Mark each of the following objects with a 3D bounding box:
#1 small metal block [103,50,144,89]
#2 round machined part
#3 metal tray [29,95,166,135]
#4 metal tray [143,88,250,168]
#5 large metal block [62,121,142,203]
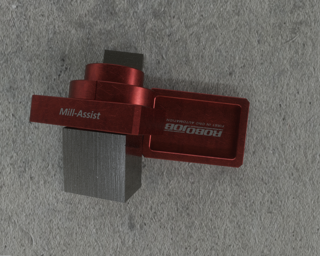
[{"bbox_3d":[-0.049,-0.074,0.411,0.050,0.025,0.050,7,90,-1],"label":"small metal block"},{"bbox_3d":[-0.054,-0.048,0.363,0.099,0.098,0.042,6,90,-1],"label":"round machined part"},{"bbox_3d":[-0.069,-0.014,0.361,0.130,0.090,0.030,7,91,18],"label":"metal tray"},{"bbox_3d":[0.045,0.000,0.409,0.131,0.030,0.089,6,90,-1],"label":"metal tray"},{"bbox_3d":[-0.069,0.038,0.379,0.080,0.050,0.079,6,103,17],"label":"large metal block"}]
